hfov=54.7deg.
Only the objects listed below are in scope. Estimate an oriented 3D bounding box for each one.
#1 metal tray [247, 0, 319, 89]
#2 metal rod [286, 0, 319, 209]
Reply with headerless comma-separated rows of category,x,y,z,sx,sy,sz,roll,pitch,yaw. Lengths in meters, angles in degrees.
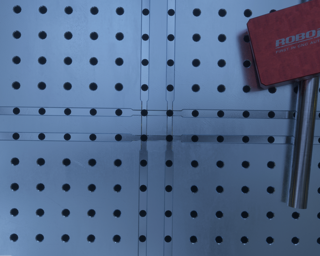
metal tray,0.185,-0.109,0.390,0.130,0.030,0.090,-13,85,16
metal rod,0.197,-0.043,0.414,0.025,0.025,0.298,6,90,0
